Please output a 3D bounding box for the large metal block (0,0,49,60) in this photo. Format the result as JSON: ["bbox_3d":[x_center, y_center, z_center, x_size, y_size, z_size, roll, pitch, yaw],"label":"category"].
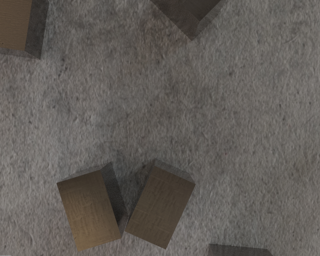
[{"bbox_3d":[-0.196,-0.138,0.395,0.081,0.050,0.080,9,90,-1],"label":"large metal block"}]

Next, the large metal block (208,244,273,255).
[{"bbox_3d":[0.105,0.187,0.384,0.081,0.080,0.050,6,90,-1],"label":"large metal block"}]

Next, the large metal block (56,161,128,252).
[{"bbox_3d":[-0.078,0.091,0.382,0.050,0.080,0.080,-17,90,0],"label":"large metal block"}]

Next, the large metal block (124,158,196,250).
[{"bbox_3d":[0.000,0.088,0.383,0.050,0.080,0.080,25,90,-1],"label":"large metal block"}]

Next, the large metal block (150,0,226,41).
[{"bbox_3d":[0.033,-0.164,0.383,0.080,0.080,0.050,44,90,-1],"label":"large metal block"}]
